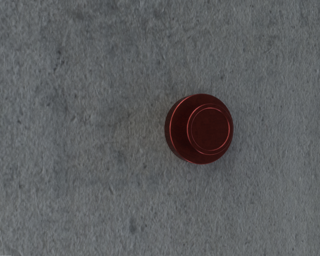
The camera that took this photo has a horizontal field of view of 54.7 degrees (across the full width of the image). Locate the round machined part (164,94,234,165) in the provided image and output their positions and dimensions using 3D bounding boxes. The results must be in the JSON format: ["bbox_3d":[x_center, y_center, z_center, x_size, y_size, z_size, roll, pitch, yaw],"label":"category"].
[{"bbox_3d":[0.059,0.002,0.423,0.099,0.042,0.097,0,90,-21],"label":"round machined part"}]
